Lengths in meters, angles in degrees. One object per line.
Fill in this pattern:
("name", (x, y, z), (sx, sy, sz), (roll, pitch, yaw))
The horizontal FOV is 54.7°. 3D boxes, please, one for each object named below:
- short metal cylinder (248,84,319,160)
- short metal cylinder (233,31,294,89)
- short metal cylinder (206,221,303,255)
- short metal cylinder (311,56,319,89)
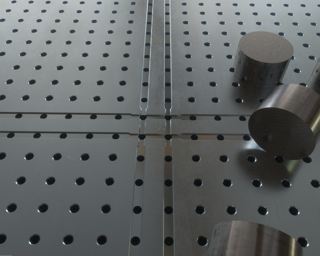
("short metal cylinder", (0.157, -0.007, 0.380), (0.080, 0.080, 0.050), (30, 56, 22))
("short metal cylinder", (0.159, -0.107, 0.483), (0.081, 0.050, 0.080), (0, 50, 0))
("short metal cylinder", (0.079, 0.124, 0.269), (0.080, 0.080, 0.050), (15, 52, 12))
("short metal cylinder", (0.282, -0.091, 0.472), (0.081, 0.050, 0.080), (0, 50, 0))
